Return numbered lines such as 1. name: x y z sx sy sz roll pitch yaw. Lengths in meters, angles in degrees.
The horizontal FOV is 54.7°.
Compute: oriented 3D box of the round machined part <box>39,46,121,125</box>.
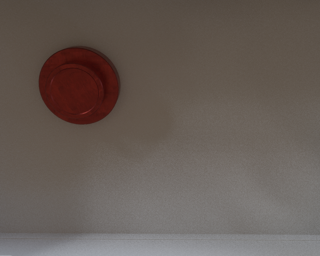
1. round machined part: -0.101 -0.049 0.383 0.099 0.042 0.097 0 110 -1
